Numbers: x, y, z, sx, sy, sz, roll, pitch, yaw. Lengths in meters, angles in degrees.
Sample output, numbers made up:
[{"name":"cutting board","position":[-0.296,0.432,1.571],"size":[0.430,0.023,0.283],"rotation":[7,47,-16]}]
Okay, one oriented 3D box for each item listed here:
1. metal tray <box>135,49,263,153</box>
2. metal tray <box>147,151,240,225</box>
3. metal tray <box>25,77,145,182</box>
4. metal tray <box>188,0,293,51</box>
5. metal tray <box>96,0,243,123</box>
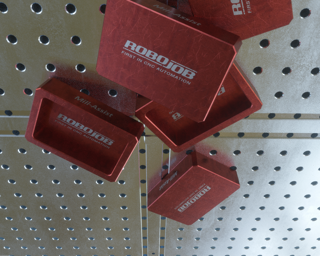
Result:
[{"name":"metal tray","position":[0.046,-0.031,0.382],"size":[0.130,0.030,0.090],"rotation":[-31,124,23]},{"name":"metal tray","position":[0.050,0.101,0.495],"size":[0.090,0.030,0.129],"rotation":[27,125,-22]},{"name":"metal tray","position":[-0.096,0.006,0.390],"size":[0.131,0.030,0.089],"rotation":[28,126,-5]},{"name":"metal tray","position":[0.066,-0.146,0.285],"size":[0.090,0.030,0.130],"rotation":[-17,129,13]},{"name":"metal tray","position":[0.004,-0.072,0.314],"size":[0.130,0.030,0.089],"rotation":[26,129,8]}]
